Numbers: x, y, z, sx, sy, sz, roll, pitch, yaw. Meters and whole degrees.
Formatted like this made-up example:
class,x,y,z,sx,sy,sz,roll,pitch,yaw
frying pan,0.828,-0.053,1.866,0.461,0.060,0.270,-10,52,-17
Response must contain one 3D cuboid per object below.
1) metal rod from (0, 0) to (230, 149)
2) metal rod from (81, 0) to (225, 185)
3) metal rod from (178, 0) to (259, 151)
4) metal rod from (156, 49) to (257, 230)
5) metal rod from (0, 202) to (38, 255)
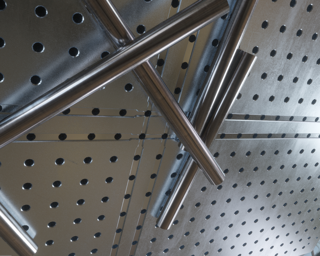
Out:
class,x,y,z,sx,sy,sz,roll,pitch,yaw
metal rod,-0.068,-0.049,0.311,0.301,0.025,0.025,-30,129,3
metal rod,0.010,-0.027,0.377,0.025,0.025,0.300,-38,123,-3
metal rod,0.086,-0.102,0.394,0.025,0.025,0.298,7,115,-31
metal rod,0.062,0.029,0.461,0.025,0.025,0.298,11,113,-33
metal rod,-0.211,0.050,0.326,0.025,0.025,0.299,-26,128,-12
